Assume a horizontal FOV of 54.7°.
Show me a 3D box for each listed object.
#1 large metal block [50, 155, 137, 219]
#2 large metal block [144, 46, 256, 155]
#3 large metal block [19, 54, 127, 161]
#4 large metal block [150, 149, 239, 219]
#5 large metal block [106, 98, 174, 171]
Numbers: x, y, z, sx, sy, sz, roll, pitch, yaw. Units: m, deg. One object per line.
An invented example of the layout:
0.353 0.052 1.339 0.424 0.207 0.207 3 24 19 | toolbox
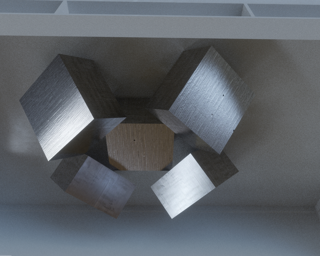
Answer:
-0.093 0.074 0.425 0.080 0.050 0.080 38 165 -28 | large metal block
0.045 -0.030 0.338 0.080 0.050 0.080 39 76 -28 | large metal block
-0.097 -0.021 0.341 0.080 0.080 0.050 -38 164 27 | large metal block
0.048 0.069 0.421 0.080 0.050 0.081 -44 163 30 | large metal block
-0.024 0.009 0.397 0.081 0.050 0.079 0 130 -1 | large metal block
